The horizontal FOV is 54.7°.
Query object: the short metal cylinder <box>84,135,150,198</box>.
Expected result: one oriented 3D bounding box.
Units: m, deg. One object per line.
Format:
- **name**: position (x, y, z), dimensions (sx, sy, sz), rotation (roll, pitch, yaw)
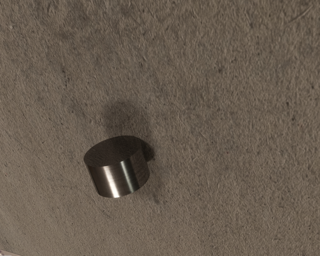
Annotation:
- **short metal cylinder**: position (-0.059, 0.052, 0.433), dimensions (0.080, 0.080, 0.050), rotation (0, 118, 28)
